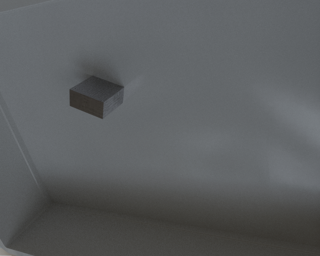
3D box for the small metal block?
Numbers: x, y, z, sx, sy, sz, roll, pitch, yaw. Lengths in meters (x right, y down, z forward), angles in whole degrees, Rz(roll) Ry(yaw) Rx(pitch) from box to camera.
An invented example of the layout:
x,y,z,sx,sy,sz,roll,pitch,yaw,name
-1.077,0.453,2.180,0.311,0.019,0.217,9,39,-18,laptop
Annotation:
x,y,z,sx,sy,sz,roll,pitch,yaw,name
-0.082,-0.042,0.408,0.050,0.050,0.025,22,126,15,small metal block
